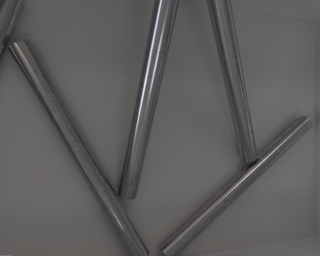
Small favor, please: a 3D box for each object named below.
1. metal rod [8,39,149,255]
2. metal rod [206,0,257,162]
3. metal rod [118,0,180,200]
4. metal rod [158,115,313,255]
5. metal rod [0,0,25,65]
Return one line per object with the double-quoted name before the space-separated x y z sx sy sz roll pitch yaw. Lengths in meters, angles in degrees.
"metal rod" -0.093 0.036 0.376 0.025 0.025 0.299 -30 100 -17
"metal rod" 0.087 -0.073 0.378 0.025 0.025 0.299 -33 126 -17
"metal rod" -0.011 -0.051 0.343 0.025 0.025 0.298 5 113 -20
"metal rod" 0.120 0.079 0.454 0.301 0.025 0.025 -38 102 -16
"metal rod" -0.211 -0.008 0.332 0.025 0.025 0.299 20 83 -19
